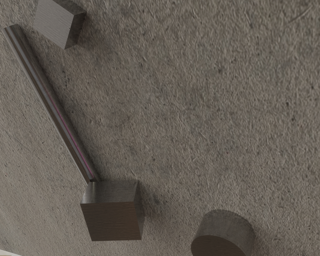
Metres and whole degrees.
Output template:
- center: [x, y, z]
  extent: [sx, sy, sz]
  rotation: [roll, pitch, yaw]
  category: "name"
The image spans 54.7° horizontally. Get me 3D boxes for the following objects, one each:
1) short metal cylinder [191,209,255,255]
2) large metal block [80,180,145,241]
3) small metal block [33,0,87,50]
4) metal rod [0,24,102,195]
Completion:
- center: [0.091, 0.165, 0.444]
  extent: [0.080, 0.050, 0.079]
  rotation: [13, 124, 20]
  category: "short metal cylinder"
- center: [-0.072, 0.131, 0.492]
  extent: [0.080, 0.050, 0.079]
  rotation: [-4, 119, 6]
  category: "large metal block"
- center: [-0.126, -0.136, 0.387]
  extent: [0.050, 0.025, 0.050]
  rotation: [36, 129, 4]
  category: "small metal block"
- center: [-0.154, -0.010, 0.478]
  extent: [0.025, 0.025, 0.299]
  rotation: [-10, 114, 32]
  category: "metal rod"
